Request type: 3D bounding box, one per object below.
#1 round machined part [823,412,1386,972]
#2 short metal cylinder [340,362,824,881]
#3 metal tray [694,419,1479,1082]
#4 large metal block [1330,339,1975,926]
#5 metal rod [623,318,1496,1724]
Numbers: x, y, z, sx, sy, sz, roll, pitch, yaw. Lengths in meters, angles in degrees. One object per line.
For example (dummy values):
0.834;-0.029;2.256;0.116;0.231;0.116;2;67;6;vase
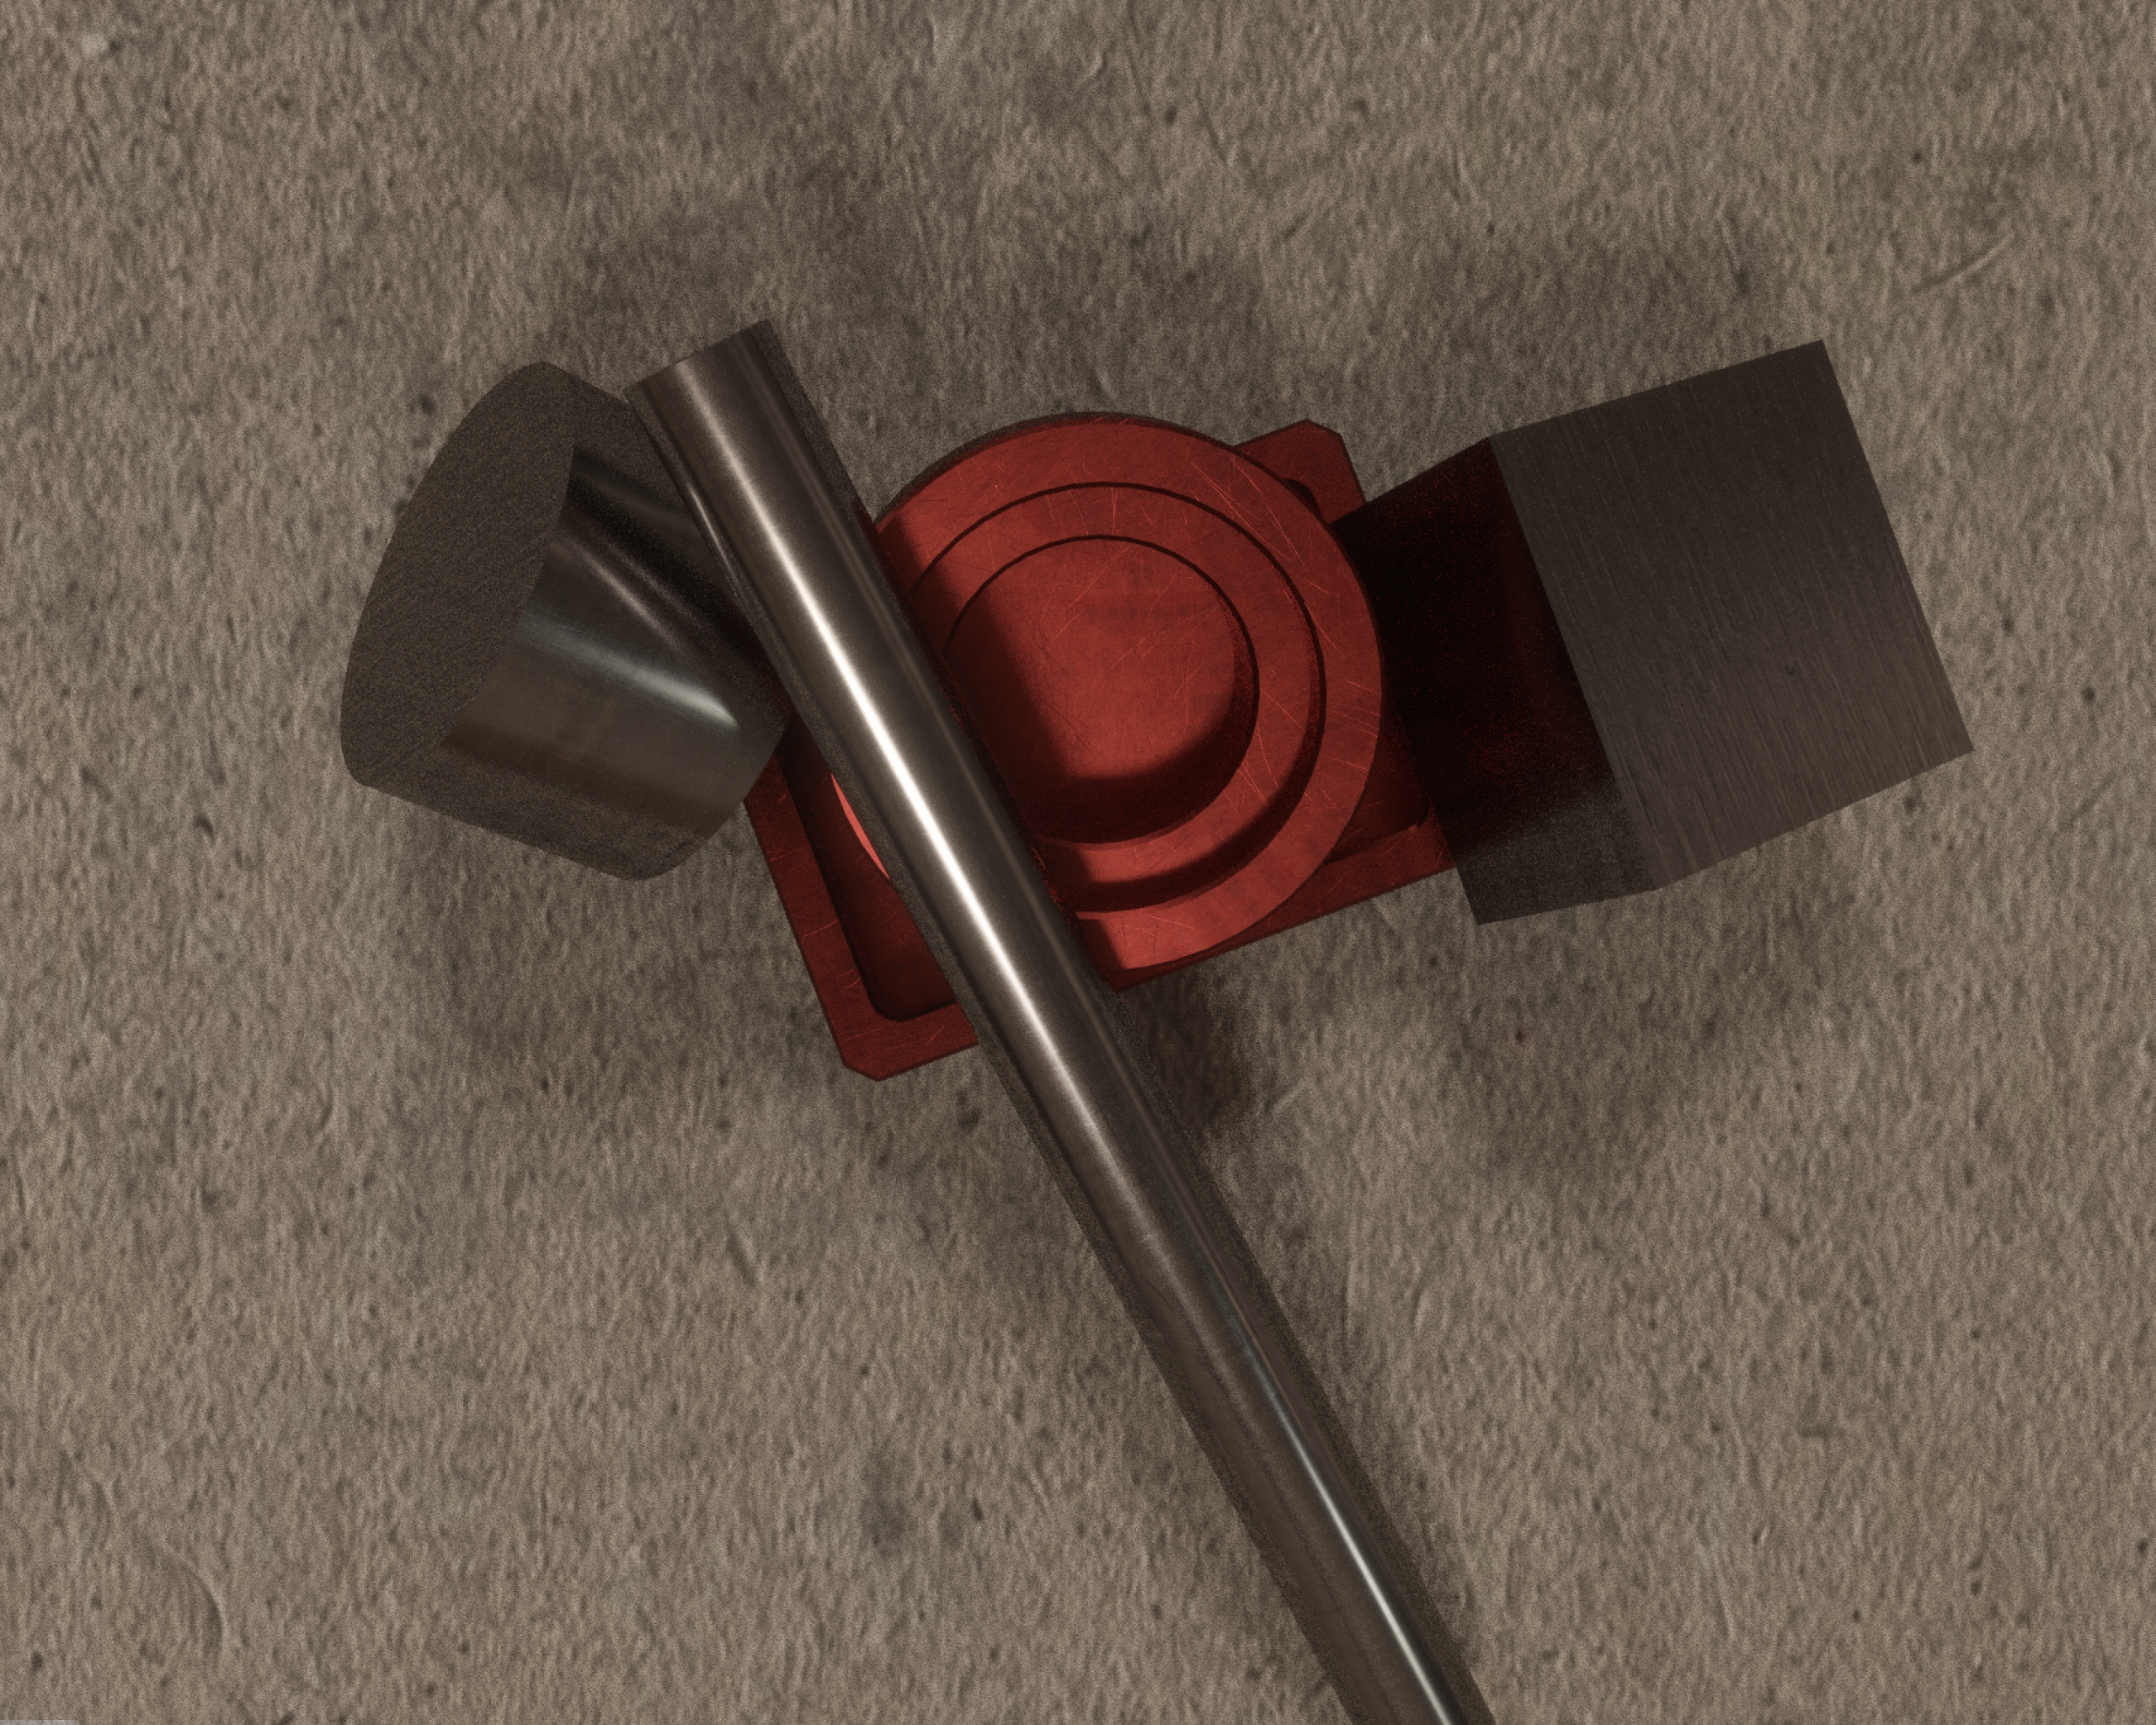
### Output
0.003;-0.032;0.379;0.099;0.042;0.097;-1;105;-5;round machined part
-0.090;-0.042;0.376;0.050;0.080;0.080;24;90;-36;short metal cylinder
0.003;-0.021;0.409;0.131;0.030;0.090;-21;90;-1;metal tray
0.105;-0.042;0.383;0.081;0.050;0.080;-20;90;-26;large metal block
0.006;0.048;0.367;0.025;0.025;0.299;-27;107;0;metal rod
